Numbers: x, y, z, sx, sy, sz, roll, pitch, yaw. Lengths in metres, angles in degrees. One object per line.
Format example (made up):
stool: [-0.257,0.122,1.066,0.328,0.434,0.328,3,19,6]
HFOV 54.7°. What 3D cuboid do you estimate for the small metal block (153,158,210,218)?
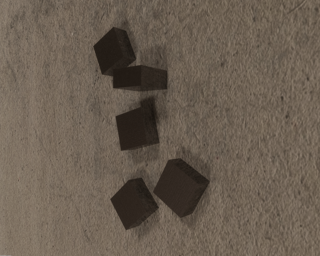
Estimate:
small metal block: [0.025,0.073,0.382,0.050,0.025,0.050,37,112,33]

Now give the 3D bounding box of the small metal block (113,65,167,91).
small metal block: [-0.026,-0.064,0.408,0.050,0.050,0.025,1,91,39]

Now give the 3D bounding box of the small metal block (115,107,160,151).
small metal block: [-0.032,0.002,0.429,0.050,0.025,0.050,-17,79,38]

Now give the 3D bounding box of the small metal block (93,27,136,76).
small metal block: [-0.068,-0.112,0.458,0.050,0.025,0.050,-30,72,35]

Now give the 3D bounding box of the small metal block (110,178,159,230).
small metal block: [-0.036,0.106,0.433,0.050,0.025,0.050,-48,62,29]
